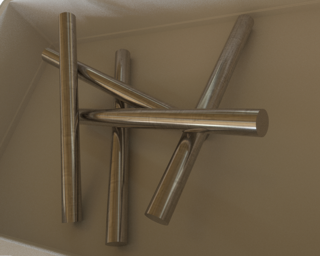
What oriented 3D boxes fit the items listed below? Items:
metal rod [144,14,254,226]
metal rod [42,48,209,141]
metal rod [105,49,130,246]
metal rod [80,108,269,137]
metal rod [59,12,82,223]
[{"bbox_3d":[0.058,-0.031,0.365,0.025,0.025,0.300,9,57,32],"label":"metal rod"},{"bbox_3d":[-0.063,-0.057,0.439,0.300,0.025,0.025,28,77,26],"label":"metal rod"},{"bbox_3d":[-0.055,0.005,0.429,0.025,0.025,0.299,-15,55,19],"label":"metal rod"},{"bbox_3d":[-0.021,-0.011,0.370,0.300,0.025,0.025,4,63,43],"label":"metal rod"},{"bbox_3d":[-0.126,-0.025,0.430,0.025,0.025,0.299,-12,74,21],"label":"metal rod"}]
